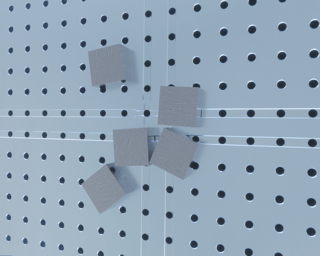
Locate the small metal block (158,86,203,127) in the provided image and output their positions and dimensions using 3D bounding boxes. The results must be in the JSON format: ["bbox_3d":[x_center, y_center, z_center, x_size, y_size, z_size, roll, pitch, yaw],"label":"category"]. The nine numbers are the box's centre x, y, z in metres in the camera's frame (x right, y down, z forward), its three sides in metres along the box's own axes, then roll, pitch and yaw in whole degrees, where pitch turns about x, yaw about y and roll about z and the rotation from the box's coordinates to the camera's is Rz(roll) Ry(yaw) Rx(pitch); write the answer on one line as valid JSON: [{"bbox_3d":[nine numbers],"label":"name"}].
[{"bbox_3d":[0.027,-0.028,0.404,0.050,0.025,0.050,5,92,20],"label":"small metal block"}]

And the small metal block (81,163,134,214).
[{"bbox_3d":[-0.074,0.084,0.439,0.050,0.025,0.050,-39,78,16],"label":"small metal block"}]

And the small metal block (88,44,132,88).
[{"bbox_3d":[-0.070,-0.086,0.438,0.050,0.025,0.050,-8,87,20],"label":"small metal block"}]

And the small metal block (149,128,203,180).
[{"bbox_3d":[0.021,0.032,0.405,0.050,0.025,0.050,25,98,18],"label":"small metal block"}]

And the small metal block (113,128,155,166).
[{"bbox_3d":[-0.035,0.026,0.426,0.050,0.025,0.050,-3,89,20],"label":"small metal block"}]
